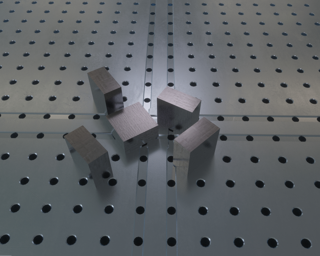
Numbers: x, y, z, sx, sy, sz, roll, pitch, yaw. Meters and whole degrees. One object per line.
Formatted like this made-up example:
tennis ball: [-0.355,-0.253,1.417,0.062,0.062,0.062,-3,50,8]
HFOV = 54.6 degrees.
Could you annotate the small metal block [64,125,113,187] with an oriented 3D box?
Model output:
small metal block: [-0.083,0.033,0.363,0.025,0.050,0.050,-34,58,-25]

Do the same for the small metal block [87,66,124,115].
small metal block: [-0.075,-0.048,0.432,0.025,0.050,0.050,-27,55,-21]

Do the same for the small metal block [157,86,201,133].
small metal block: [0.024,-0.021,0.409,0.050,0.050,0.025,24,54,19]

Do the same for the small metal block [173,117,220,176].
small metal block: [0.043,0.022,0.373,0.050,0.050,0.025,-36,59,-26]

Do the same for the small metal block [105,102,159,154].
small metal block: [-0.036,-0.002,0.409,0.050,0.025,0.050,-26,55,-20]
